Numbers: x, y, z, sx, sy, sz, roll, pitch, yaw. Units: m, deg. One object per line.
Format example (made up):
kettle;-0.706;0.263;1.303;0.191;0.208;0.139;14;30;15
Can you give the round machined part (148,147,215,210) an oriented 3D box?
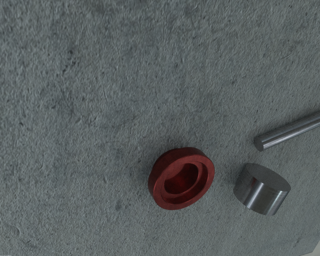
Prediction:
round machined part;0.027;0.069;0.453;0.099;0.042;0.097;-14;124;-21

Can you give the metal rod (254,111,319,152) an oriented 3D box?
metal rod;0.299;-0.022;0.556;0.302;0.025;0.025;-20;126;-17

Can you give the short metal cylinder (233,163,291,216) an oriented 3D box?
short metal cylinder;0.173;0.103;0.530;0.081;0.080;0.050;9;114;-32
